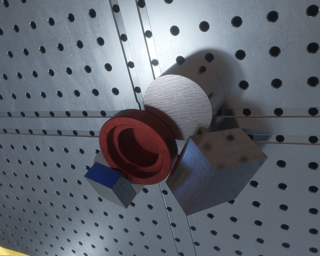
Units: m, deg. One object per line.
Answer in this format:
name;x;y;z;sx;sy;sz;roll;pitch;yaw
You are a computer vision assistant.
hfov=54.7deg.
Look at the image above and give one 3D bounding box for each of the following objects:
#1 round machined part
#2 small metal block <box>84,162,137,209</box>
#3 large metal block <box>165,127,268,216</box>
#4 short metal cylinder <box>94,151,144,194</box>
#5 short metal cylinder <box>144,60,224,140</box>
round machined part;-0.023;0.020;0.386;0.098;0.042;0.097;13;124;21
small metal block;-0.065;0.076;0.412;0.050;0.025;0.050;15;145;34
large metal block;0.064;0.050;0.364;0.050;0.081;0.079;55;138;34
short metal cylinder;-0.049;0.053;0.453;0.080;0.050;0.079;13;124;21
short metal cylinder;0.029;-0.033;0.360;0.080;0.050;0.079;13;124;21
